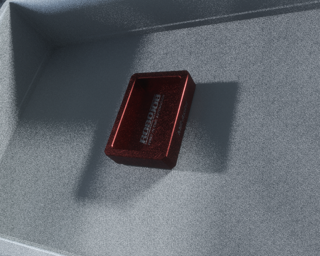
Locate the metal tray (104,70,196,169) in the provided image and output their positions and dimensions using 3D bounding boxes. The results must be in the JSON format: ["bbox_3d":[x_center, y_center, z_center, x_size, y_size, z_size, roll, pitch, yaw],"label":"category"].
[{"bbox_3d":[-0.011,-0.014,0.412,0.090,0.030,0.130,2,62,28],"label":"metal tray"}]
